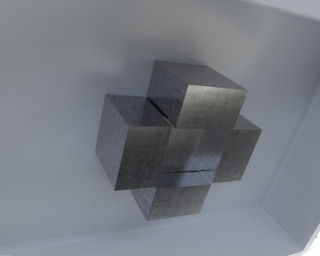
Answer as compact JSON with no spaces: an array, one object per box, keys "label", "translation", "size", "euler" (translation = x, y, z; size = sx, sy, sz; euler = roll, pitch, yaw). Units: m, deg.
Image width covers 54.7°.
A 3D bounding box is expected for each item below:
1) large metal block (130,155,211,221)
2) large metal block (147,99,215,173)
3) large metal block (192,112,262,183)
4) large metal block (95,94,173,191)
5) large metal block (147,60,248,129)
[{"label":"large metal block","translation":[0.008,0.074,0.421],"size":[0.081,0.080,0.050],"euler":[2,118,-29]},{"label":"large metal block","translation":[0.019,0.010,0.406],"size":[0.081,0.050,0.079],"euler":[1,118,-29]},{"label":"large metal block","translation":[0.081,0.018,0.427],"size":[0.050,0.080,0.079],"euler":[1,118,-29]},{"label":"large metal block","translation":[-0.035,0.014,0.362],"size":[0.050,0.080,0.079],"euler":[1,118,-29]},{"label":"large metal block","translation":[0.041,-0.040,0.368],"size":[0.081,0.080,0.050],"euler":[1,118,-29]}]
